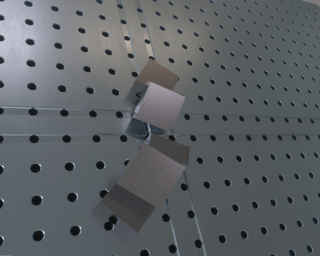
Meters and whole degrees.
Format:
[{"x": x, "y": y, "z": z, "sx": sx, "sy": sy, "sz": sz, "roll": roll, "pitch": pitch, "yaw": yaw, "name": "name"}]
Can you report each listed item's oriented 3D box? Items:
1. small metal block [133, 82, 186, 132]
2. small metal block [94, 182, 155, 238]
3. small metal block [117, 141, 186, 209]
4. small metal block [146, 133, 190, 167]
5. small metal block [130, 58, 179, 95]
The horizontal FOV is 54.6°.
[{"x": -0.002, "y": -0.028, "z": 0.407, "sx": 0.050, "sy": 0.025, "sz": 0.050, "roll": 22, "pitch": 93, "yaw": -15, "name": "small metal block"}, {"x": -0.034, "y": 0.082, "z": 0.340, "sx": 0.050, "sy": 0.025, "sz": 0.050, "roll": 41, "pitch": 51, "yaw": 0, "name": "small metal block"}, {"x": -0.010, "y": 0.048, "z": 0.326, "sx": 0.050, "sy": 0.025, "sz": 0.050, "roll": 32, "pitch": 88, "yaw": -8, "name": "small metal block"}, {"x": 0.001, "y": 0.036, "z": 0.370, "sx": 0.050, "sy": 0.050, "sz": 0.025, "roll": 21, "pitch": 54, "yaw": -16, "name": "small metal block"}, {"x": -0.007, "y": -0.064, "z": 0.443, "sx": 0.050, "sy": 0.025, "sz": 0.050, "roll": 32, "pitch": 52, "yaw": -7, "name": "small metal block"}]
